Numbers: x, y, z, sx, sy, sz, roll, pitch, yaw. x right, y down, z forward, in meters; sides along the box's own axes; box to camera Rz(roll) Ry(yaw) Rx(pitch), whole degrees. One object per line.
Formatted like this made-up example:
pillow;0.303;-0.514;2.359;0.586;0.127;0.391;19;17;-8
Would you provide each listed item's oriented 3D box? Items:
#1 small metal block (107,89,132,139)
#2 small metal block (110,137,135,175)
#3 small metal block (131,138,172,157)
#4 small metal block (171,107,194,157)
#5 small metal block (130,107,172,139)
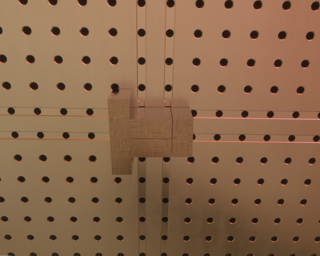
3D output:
small metal block;-0.049;-0.019;0.392;0.025;0.050;0.050;0;110;0
small metal block;-0.049;0.028;0.409;0.025;0.050;0.050;0;110;0
small metal block;-0.011;0.016;0.405;0.050;0.050;0.025;0;110;-1
small metal block;0.028;0.004;0.401;0.025;0.050;0.050;0;110;0
small metal block;-0.011;-0.007;0.396;0.050;0.050;0.025;0;110;-1
